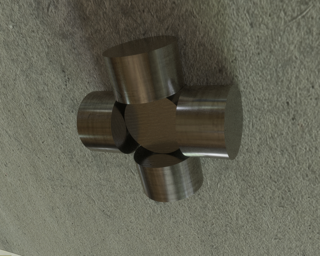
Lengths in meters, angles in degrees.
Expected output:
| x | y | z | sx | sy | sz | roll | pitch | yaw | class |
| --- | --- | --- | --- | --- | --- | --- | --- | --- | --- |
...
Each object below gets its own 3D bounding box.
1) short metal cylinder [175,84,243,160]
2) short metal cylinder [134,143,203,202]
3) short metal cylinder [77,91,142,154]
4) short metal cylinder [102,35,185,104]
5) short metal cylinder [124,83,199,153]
| x | y | z | sx | sy | sz | roll | pitch | yaw | class |
| --- | --- | --- | --- | --- | --- | --- | --- | --- | --- |
| 0.056 | -0.007 | 0.338 | 0.050 | 0.080 | 0.079 | 2 | 119 | 27 | short metal cylinder |
| 0.012 | 0.049 | 0.395 | 0.080 | 0.080 | 0.050 | 1 | 118 | 27 | short metal cylinder |
| -0.060 | -0.008 | 0.398 | 0.050 | 0.080 | 0.079 | 2 | 119 | 27 | short metal cylinder |
| -0.017 | -0.066 | 0.339 | 0.080 | 0.080 | 0.050 | 2 | 120 | 27 | short metal cylinder |
| 0.004 | -0.016 | 0.379 | 0.080 | 0.050 | 0.079 | 13 | 124 | 20 | short metal cylinder |
